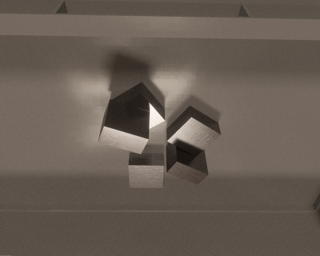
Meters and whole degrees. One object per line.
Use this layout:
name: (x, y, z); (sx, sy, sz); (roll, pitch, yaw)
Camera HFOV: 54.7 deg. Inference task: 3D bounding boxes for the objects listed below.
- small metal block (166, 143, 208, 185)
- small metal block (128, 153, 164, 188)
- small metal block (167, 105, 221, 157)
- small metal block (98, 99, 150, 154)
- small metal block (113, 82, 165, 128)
small metal block: (0.037, 0.045, 0.431); (0.050, 0.050, 0.025); (24, 126, -20)
small metal block: (-0.020, 0.064, 0.463); (0.050, 0.025, 0.050); (1, 130, -2)
small metal block: (0.044, 0.005, 0.414); (0.050, 0.025, 0.050); (29, 124, -23)
small metal block: (-0.040, -0.002, 0.358); (0.050, 0.050, 0.025); (17, 128, -14)
small metal block: (-0.029, -0.022, 0.390); (0.050, 0.025, 0.050); (-27, 125, 21)
